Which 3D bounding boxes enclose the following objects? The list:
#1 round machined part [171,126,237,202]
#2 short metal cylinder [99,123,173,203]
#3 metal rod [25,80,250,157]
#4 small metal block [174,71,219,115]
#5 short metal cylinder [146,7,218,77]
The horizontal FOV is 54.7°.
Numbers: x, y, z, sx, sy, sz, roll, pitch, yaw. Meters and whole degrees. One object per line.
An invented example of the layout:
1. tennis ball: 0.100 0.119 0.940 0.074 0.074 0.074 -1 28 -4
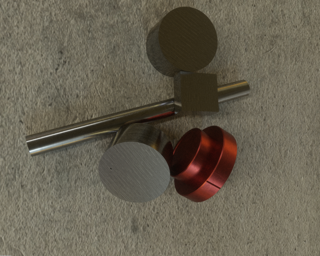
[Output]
1. round machined part: 0.046 0.039 0.387 0.042 0.098 0.098 31 80 -18
2. short metal cylinder: -0.026 0.040 0.366 0.080 0.050 0.079 2 114 6
3. metal rod: -0.013 -0.019 0.404 0.302 0.025 0.025 -16 96 -19
4. small metal block: 0.046 -0.043 0.400 0.050 0.025 0.050 1 80 -17
5. short metal cylinder: 0.027 -0.110 0.406 0.081 0.050 0.079 0 90 -20
